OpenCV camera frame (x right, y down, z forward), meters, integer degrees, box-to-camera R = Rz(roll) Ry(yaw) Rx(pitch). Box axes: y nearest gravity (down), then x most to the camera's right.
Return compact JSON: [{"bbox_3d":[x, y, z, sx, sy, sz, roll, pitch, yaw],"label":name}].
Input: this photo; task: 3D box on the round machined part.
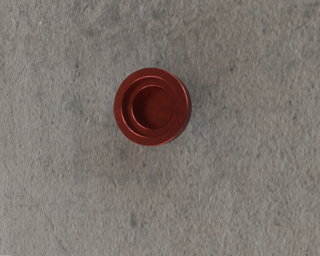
[{"bbox_3d":[-0.006,-0.026,0.401,0.098,0.042,0.097,0,90,19],"label":"round machined part"}]
